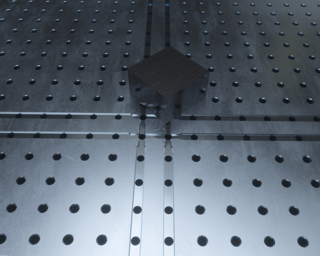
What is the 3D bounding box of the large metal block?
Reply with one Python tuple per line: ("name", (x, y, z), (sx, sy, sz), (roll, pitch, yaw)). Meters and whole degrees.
("large metal block", (0.012, -0.064, 0.445), (0.080, 0.050, 0.080), (-34, 58, -26))
